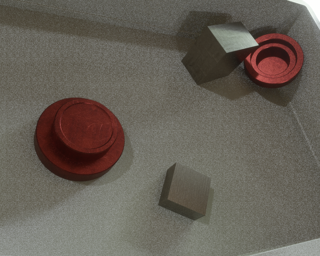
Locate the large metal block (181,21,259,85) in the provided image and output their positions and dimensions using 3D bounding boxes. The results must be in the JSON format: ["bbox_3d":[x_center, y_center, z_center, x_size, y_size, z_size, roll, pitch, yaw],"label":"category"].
[{"bbox_3d":[0.095,-0.120,0.497,0.081,0.080,0.050,-21,74,-36],"label":"large metal block"}]

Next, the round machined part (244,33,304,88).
[{"bbox_3d":[0.201,-0.116,0.556,0.098,0.042,0.098,-4,74,13],"label":"round machined part"}]

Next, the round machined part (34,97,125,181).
[{"bbox_3d":[-0.086,0.006,0.346,0.099,0.042,0.098,14,56,-21],"label":"round machined part"}]

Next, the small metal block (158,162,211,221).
[{"bbox_3d":[0.031,0.077,0.377,0.050,0.025,0.050,26,52,-12],"label":"small metal block"}]
